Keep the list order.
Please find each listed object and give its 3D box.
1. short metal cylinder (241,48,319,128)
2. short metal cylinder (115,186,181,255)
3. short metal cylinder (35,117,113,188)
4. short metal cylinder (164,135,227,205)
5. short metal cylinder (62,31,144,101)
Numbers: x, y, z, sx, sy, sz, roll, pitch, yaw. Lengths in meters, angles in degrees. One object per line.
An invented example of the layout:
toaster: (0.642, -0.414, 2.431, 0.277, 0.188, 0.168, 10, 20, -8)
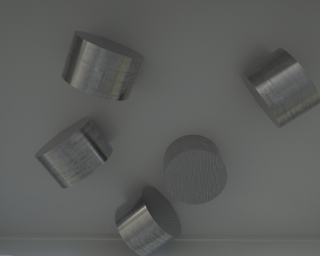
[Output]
short metal cylinder: (0.140, -0.046, 0.366, 0.050, 0.080, 0.080, -35, 107, 12)
short metal cylinder: (-0.016, 0.128, 0.429, 0.050, 0.080, 0.080, -40, 106, 13)
short metal cylinder: (-0.108, 0.030, 0.392, 0.080, 0.080, 0.050, -31, 107, 10)
short metal cylinder: (0.046, 0.055, 0.419, 0.081, 0.050, 0.079, 0, 110, 0)
short metal cylinder: (-0.065, -0.071, 0.355, 0.080, 0.080, 0.050, 21, 109, -8)
